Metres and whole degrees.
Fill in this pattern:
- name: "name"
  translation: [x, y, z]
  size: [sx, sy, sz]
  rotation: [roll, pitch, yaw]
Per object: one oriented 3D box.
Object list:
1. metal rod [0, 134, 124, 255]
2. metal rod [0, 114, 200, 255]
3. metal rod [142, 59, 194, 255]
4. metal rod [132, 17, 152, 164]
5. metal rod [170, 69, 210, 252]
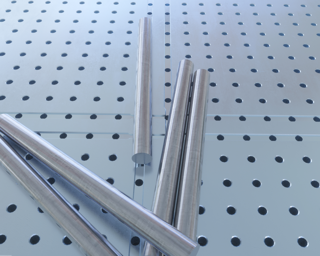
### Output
- name: "metal rod"
  translation: [-0.129, 0.073, 0.343]
  size: [0.300, 0.025, 0.025]
  rotation: [35, 58, 25]
- name: "metal rod"
  translation: [-0.090, 0.053, 0.342]
  size: [0.300, 0.025, 0.025]
  rotation: [27, 55, 28]
- name: "metal rod"
  translation: [0.018, 0.015, 0.395]
  size: [0.025, 0.025, 0.300]
  rotation: [7, 50, 5]
- name: "metal rod"
  translation: [-0.025, -0.078, 0.472]
  size: [0.025, 0.025, 0.300]
  rotation: [-1, 50, -1]
- name: "metal rod"
  translation: [0.041, 0.032, 0.380]
  size: [0.025, 0.025, 0.300]
  rotation: [7, 50, 5]
